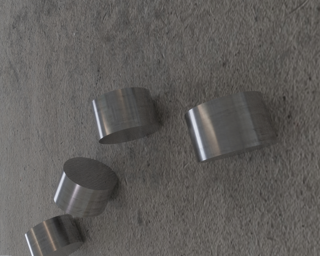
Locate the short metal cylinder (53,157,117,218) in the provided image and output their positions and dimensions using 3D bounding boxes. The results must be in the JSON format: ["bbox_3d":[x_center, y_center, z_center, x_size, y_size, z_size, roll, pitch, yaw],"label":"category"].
[{"bbox_3d":[-0.111,0.087,0.461,0.080,0.081,0.050,38,113,33],"label":"short metal cylinder"}]

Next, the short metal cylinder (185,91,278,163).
[{"bbox_3d":[0.070,0.001,0.311,0.080,0.081,0.050,-23,76,38],"label":"short metal cylinder"}]

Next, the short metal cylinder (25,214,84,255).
[{"bbox_3d":[-0.175,0.187,0.514,0.080,0.081,0.050,-46,63,30],"label":"short metal cylinder"}]

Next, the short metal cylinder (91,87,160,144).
[{"bbox_3d":[-0.045,-0.014,0.407,0.080,0.081,0.050,-24,75,37],"label":"short metal cylinder"}]
